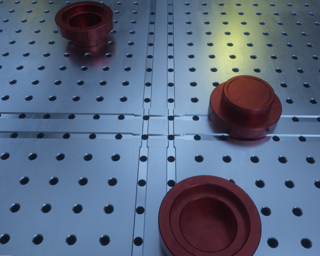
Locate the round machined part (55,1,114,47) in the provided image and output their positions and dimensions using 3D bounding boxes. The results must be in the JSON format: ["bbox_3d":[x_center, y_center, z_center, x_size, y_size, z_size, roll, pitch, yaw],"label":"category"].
[{"bbox_3d":[-0.130,-0.180,0.548,0.099,0.042,0.098,0,50,0],"label":"round machined part"}]

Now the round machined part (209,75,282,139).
[{"bbox_3d":[0.118,-0.036,0.427,0.099,0.042,0.098,0,50,0],"label":"round machined part"}]

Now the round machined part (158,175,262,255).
[{"bbox_3d":[0.048,0.100,0.313,0.099,0.042,0.098,0,50,0],"label":"round machined part"}]
